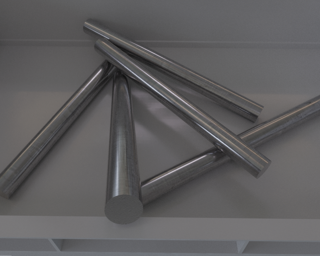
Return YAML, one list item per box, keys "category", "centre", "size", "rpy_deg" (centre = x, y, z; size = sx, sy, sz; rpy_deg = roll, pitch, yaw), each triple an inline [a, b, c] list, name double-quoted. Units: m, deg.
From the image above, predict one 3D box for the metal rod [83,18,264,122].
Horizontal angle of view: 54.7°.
- category: "metal rod"
  centre: [0.010, -0.091, 0.460]
  size: [0.301, 0.025, 0.025]
  rpy_deg: [30, 56, 15]

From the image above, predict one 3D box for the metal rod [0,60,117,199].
- category: "metal rod"
  centre: [-0.116, -0.034, 0.432]
  size: [0.025, 0.025, 0.301]
  rpy_deg: [19, 53, 15]

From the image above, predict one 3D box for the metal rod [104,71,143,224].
- category: "metal rod"
  centre: [-0.041, -0.011, 0.337]
  size: [0.025, 0.025, 0.300]
  rpy_deg: [-6, 26, -5]

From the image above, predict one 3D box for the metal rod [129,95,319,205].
- category: "metal rod"
  centre: [0.100, 0.021, 0.387]
  size: [0.302, 0.025, 0.025]
  rpy_deg: [-23, 54, -19]

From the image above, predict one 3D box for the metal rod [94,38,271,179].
- category: "metal rod"
  centre: [0.011, -0.041, 0.404]
  size: [0.025, 0.025, 0.300]
  rpy_deg: [-35, 59, -26]
